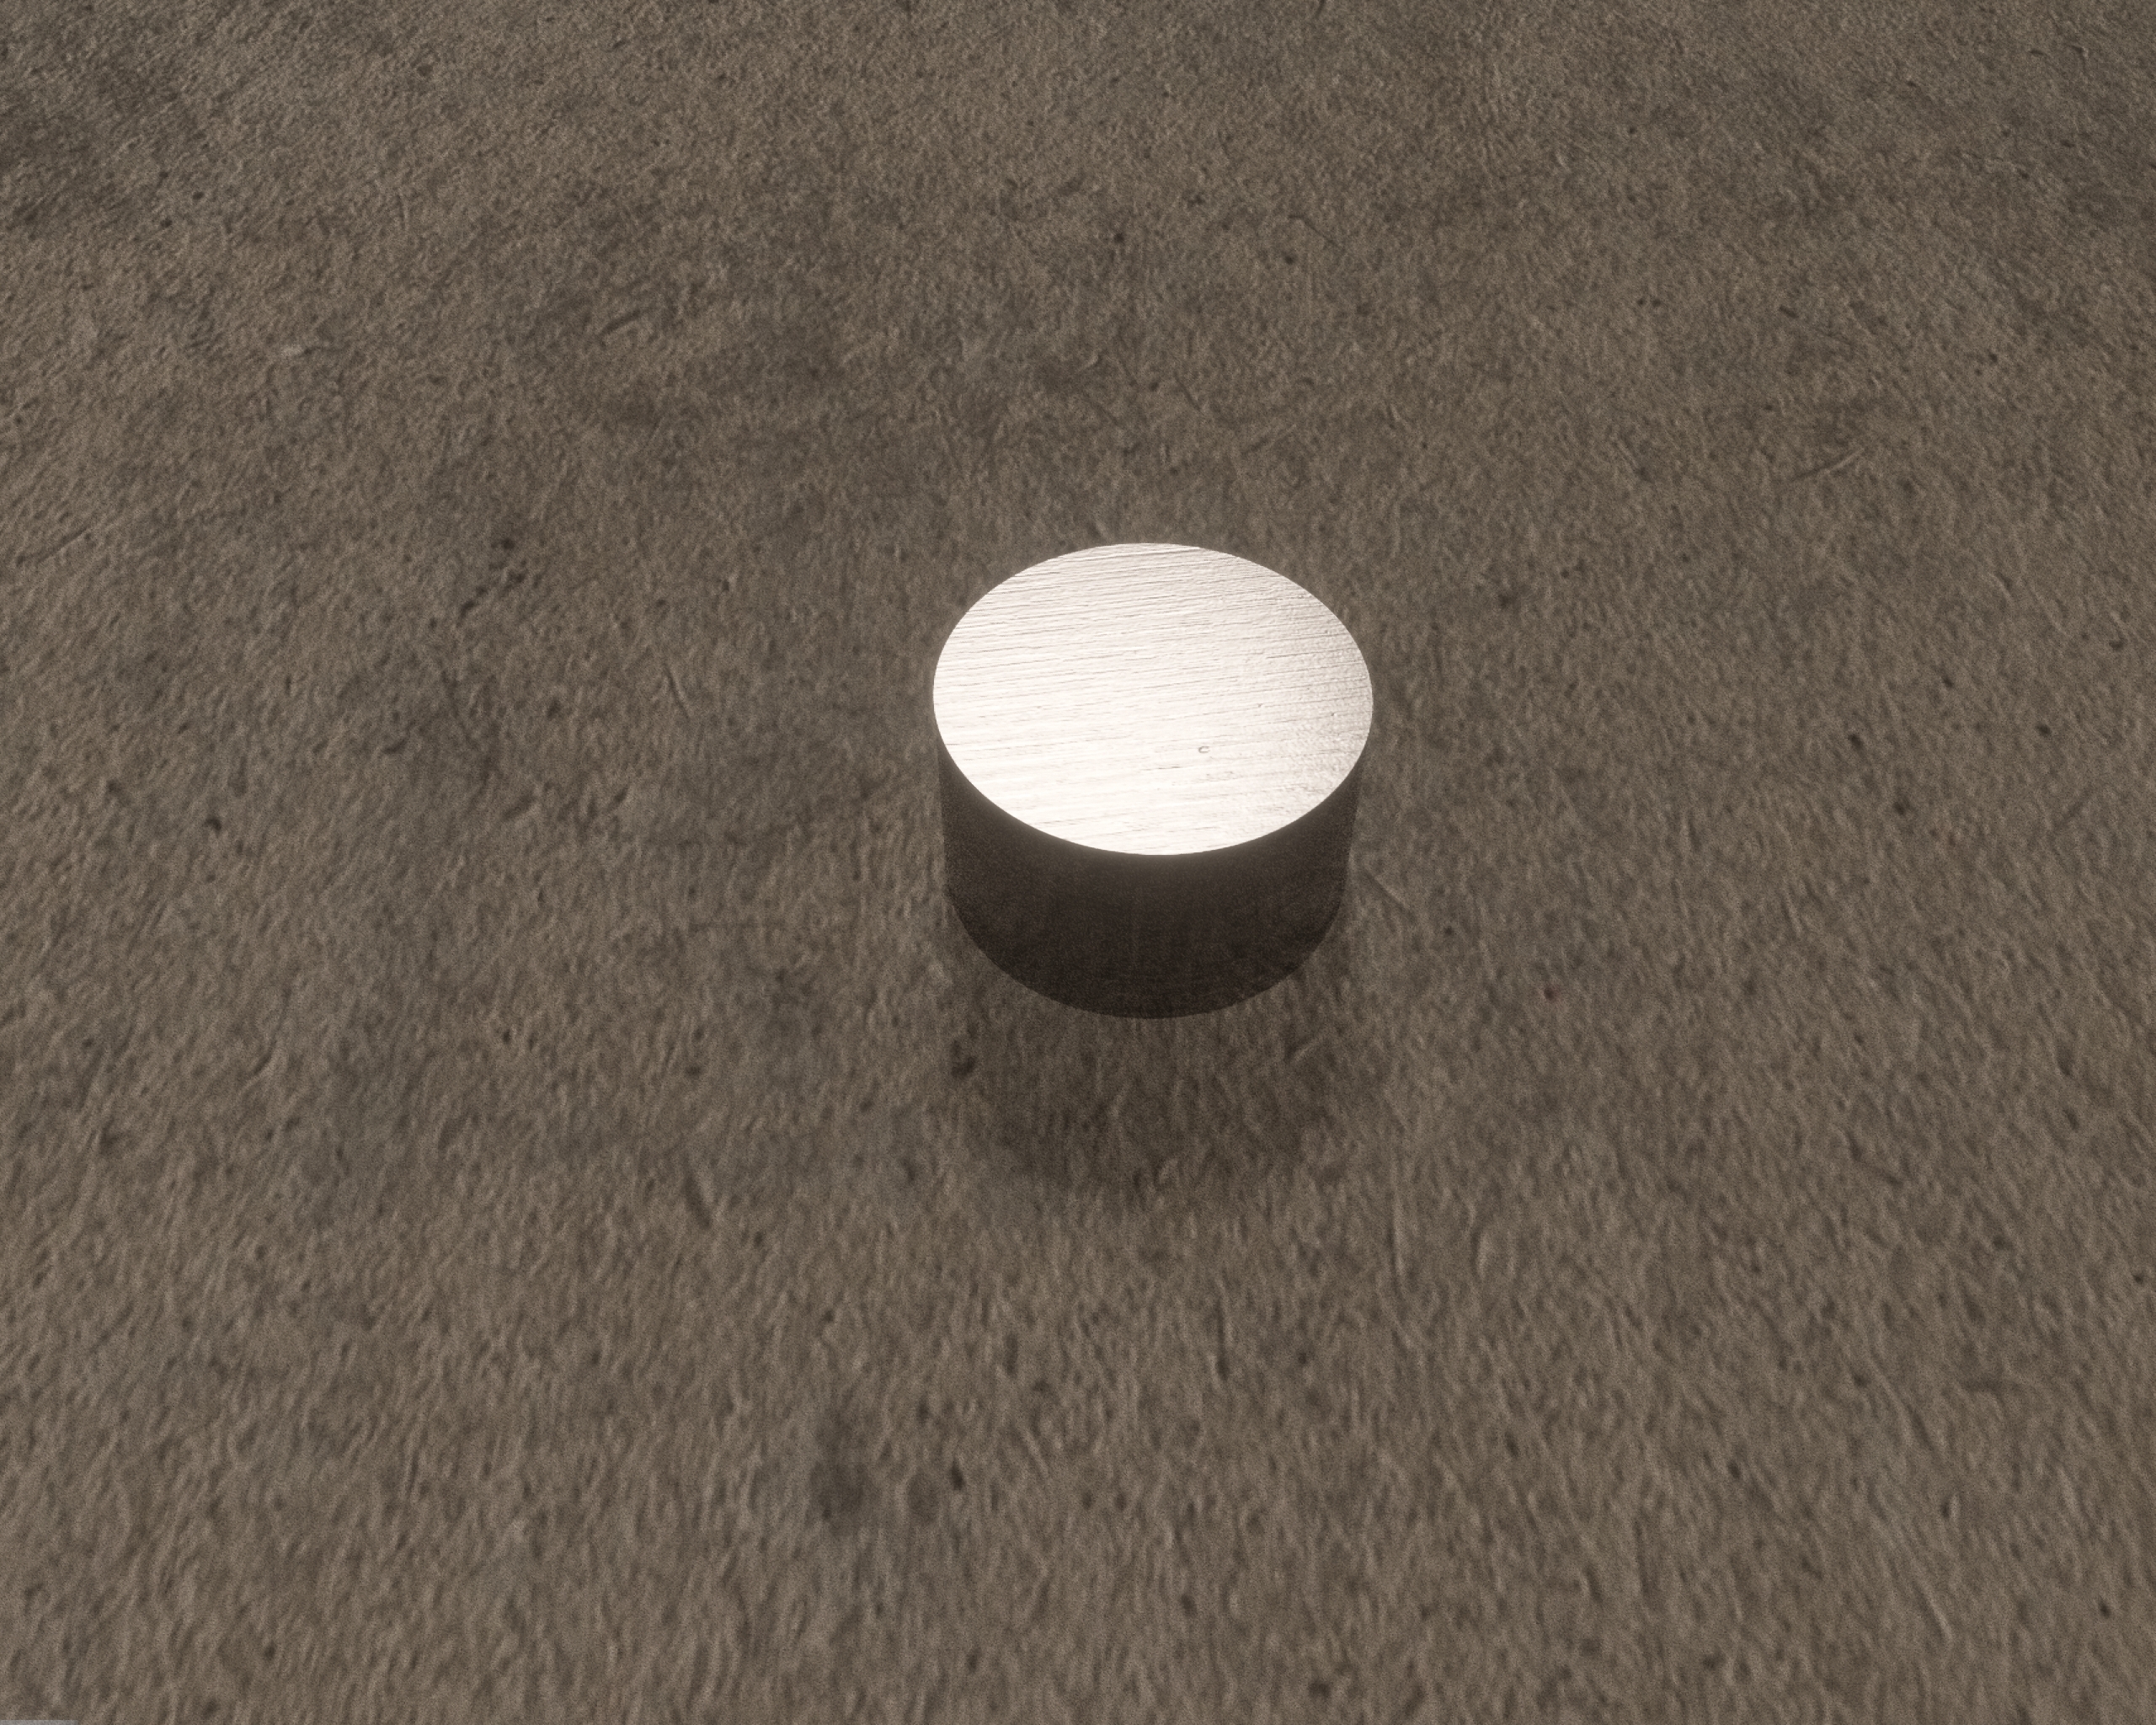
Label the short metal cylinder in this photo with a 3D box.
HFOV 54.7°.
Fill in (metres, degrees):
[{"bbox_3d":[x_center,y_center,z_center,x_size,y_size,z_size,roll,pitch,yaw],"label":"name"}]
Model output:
[{"bbox_3d":[0.014,-0.016,0.402,0.081,0.050,0.080,0,50,0],"label":"short metal cylinder"}]
